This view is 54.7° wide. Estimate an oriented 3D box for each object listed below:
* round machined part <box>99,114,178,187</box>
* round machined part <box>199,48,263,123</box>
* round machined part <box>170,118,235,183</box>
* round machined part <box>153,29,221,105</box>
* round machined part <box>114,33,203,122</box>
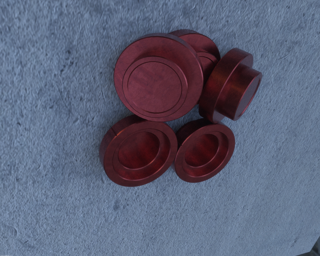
[{"bbox_3d":[-0.030,0.024,0.397,0.099,0.042,0.097,-14,125,-21],"label":"round machined part"},{"bbox_3d":[0.094,-0.048,0.393,0.098,0.042,0.097,-46,155,-28],"label":"round machined part"},{"bbox_3d":[0.055,0.027,0.446,0.099,0.042,0.097,-14,125,-21],"label":"round machined part"},{"bbox_3d":[0.034,-0.066,0.376,0.099,0.042,0.097,-14,125,-21],"label":"round machined part"},{"bbox_3d":[-0.003,-0.050,0.336,0.099,0.042,0.097,3,117,7],"label":"round machined part"}]
